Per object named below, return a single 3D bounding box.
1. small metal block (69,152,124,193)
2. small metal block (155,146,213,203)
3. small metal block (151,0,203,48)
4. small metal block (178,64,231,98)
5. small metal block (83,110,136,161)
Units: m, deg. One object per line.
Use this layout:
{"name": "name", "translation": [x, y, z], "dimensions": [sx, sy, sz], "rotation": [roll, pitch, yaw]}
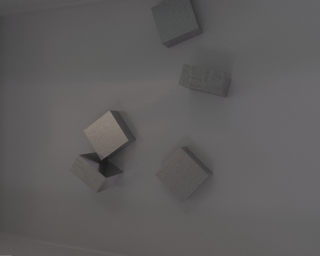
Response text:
{"name": "small metal block", "translation": [-0.086, 0.060, 0.428], "dimensions": [0.050, 0.050, 0.025], "rotation": [36, 102, 16]}
{"name": "small metal block", "translation": [0.031, 0.059, 0.400], "dimensions": [0.050, 0.025, 0.050], "rotation": [45, 104, 14]}
{"name": "small metal block", "translation": [0.022, -0.139, 0.403], "dimensions": [0.050, 0.025, 0.050], "rotation": [-19, 84, 19]}
{"name": "small metal block", "translation": [0.056, -0.057, 0.377], "dimensions": [0.050, 0.050, 0.025], "rotation": [16, 96, 19]}
{"name": "small metal block", "translation": [-0.070, 0.010, 0.435], "dimensions": [0.050, 0.025, 0.050], "rotation": [-36, 79, 16]}
